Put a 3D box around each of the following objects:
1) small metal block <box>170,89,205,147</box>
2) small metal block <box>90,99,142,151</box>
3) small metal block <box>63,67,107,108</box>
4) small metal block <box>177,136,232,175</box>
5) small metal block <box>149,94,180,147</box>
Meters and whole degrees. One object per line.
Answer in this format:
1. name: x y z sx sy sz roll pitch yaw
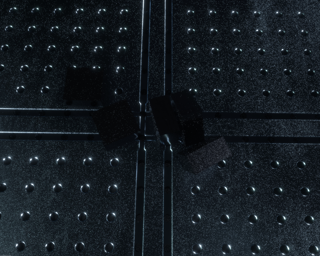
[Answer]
1. small metal block: 0.035 -0.013 0.394 0.025 0.050 0.050 -16 40 -6
2. small metal block: -0.058 -0.004 0.412 0.050 0.025 0.050 -23 72 -9
3. small metal block: -0.103 -0.056 0.431 0.050 0.025 0.050 2 70 0
4. small metal block: 0.053 0.033 0.384 0.050 0.050 0.025 -27 93 -10
5. small metal block: 0.005 -0.008 0.401 0.025 0.050 0.050 -15 71 -6
